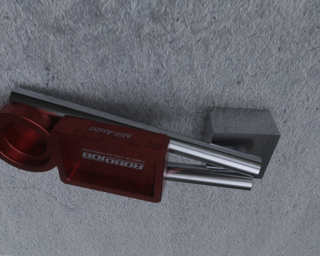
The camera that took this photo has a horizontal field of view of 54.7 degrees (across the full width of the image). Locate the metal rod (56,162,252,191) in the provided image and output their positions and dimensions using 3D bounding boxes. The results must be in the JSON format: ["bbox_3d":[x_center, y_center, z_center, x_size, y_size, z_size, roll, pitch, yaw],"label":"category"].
[{"bbox_3d":[-0.035,0.052,0.410,0.301,0.025,0.025,5,131,11],"label":"metal rod"}]

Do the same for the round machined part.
[{"bbox_3d":[-0.166,0.008,0.395,0.099,0.042,0.097,6,130,8],"label":"round machined part"}]

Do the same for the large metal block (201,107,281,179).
[{"bbox_3d":[0.100,0.020,0.409,0.081,0.050,0.079,3,130,-3],"label":"large metal block"}]

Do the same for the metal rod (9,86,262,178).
[{"bbox_3d":[-0.030,0.004,0.369,0.302,0.025,0.025,16,129,2],"label":"metal rod"}]

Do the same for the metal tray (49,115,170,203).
[{"bbox_3d":[-0.057,0.039,0.370,0.131,0.030,0.089,10,131,7],"label":"metal tray"}]
